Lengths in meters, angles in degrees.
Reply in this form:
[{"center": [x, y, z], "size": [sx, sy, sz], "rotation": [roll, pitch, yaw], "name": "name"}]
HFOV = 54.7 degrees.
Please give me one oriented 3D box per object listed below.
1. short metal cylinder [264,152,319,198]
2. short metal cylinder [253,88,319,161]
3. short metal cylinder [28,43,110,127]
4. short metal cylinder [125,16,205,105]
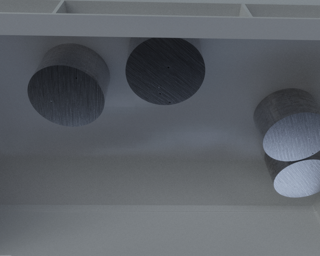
[{"center": [0.197, 0.055, 0.442], "size": [0.081, 0.050, 0.079], "rotation": [-1, 130, 0], "name": "short metal cylinder"}, {"center": [0.165, -0.003, 0.393], "size": [0.081, 0.050, 0.079], "rotation": [0, 130, 0], "name": "short metal cylinder"}, {"center": [-0.100, -0.048, 0.351], "size": [0.081, 0.050, 0.079], "rotation": [0, 130, 0], "name": "short metal cylinder"}, {"center": [0.005, -0.071, 0.332], "size": [0.081, 0.050, 0.079], "rotation": [0, 130, 0], "name": "short metal cylinder"}]
